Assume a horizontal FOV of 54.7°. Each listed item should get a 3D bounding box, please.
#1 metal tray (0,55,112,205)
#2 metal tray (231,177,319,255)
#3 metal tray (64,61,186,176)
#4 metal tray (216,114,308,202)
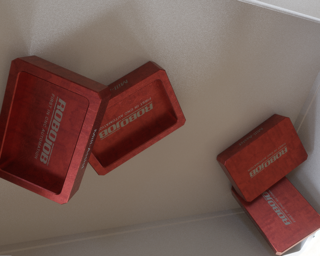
[{"bbox_3d":[-0.113,0.004,0.315,0.090,0.030,0.129,23,110,2],"label":"metal tray"},{"bbox_3d":[0.196,0.134,0.528,0.090,0.130,0.030,-31,147,-4],"label":"metal tray"},{"bbox_3d":[-0.041,-0.010,0.377,0.131,0.030,0.090,-32,129,-8],"label":"metal tray"},{"bbox_3d":[0.170,0.049,0.512,0.130,0.030,0.090,-35,109,-5],"label":"metal tray"}]
